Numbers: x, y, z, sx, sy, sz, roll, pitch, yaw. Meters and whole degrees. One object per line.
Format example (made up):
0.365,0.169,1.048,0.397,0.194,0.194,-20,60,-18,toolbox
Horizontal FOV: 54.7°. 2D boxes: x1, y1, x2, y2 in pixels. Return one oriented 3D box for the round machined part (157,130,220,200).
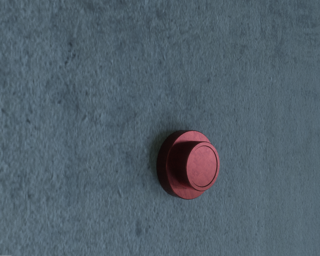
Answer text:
0.046,0.052,0.435,0.099,0.042,0.097,0,90,-40,round machined part
